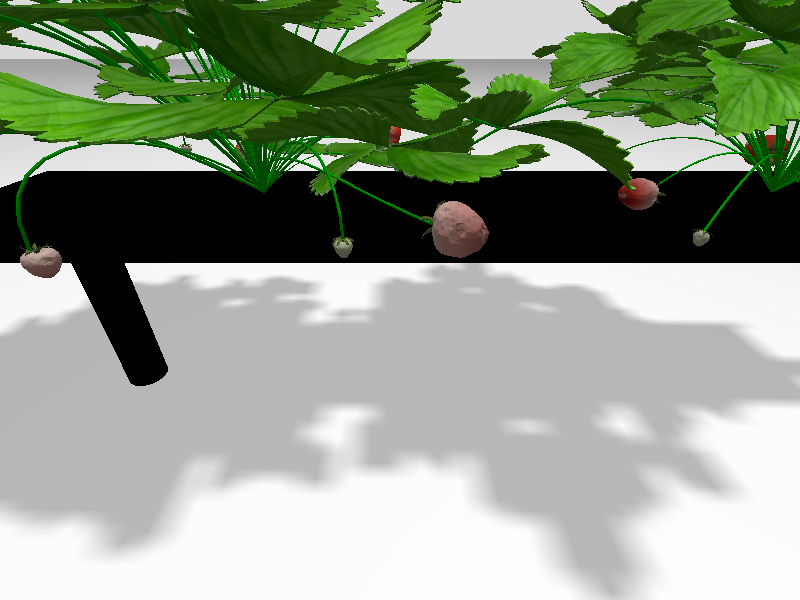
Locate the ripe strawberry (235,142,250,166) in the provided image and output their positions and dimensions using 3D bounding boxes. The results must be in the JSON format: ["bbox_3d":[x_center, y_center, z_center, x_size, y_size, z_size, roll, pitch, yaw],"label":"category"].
[{"bbox_3d":[-0.166,-0.158,0.430,0.024,0.025,0.026,-14,35,-21],"label":"ripe strawberry"}]

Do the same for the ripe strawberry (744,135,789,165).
[{"bbox_3d":[0.383,-0.157,0.419,0.036,0.031,0.036,18,36,26],"label":"ripe strawberry"}]

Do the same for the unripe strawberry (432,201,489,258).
[{"bbox_3d":[0.035,-0.040,0.235,0.033,0.034,0.030,25,40,32],"label":"unripe strawberry"}]

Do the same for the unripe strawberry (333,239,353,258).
[{"bbox_3d":[-0.032,-0.029,0.226,0.011,0.011,0.011,-18,37,-26],"label":"unripe strawberry"}]

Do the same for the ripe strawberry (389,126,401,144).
[{"bbox_3d":[-0.015,-0.201,0.482,0.041,0.043,0.044,19,37,27],"label":"ripe strawberry"}]

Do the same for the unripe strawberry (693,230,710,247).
[{"bbox_3d":[0.193,-0.039,0.257,0.010,0.010,0.009,6,20,-46],"label":"unripe strawberry"}]

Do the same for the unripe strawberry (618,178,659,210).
[{"bbox_3d":[0.181,-0.081,0.308,0.025,0.024,0.027,-12,34,-14],"label":"unripe strawberry"}]

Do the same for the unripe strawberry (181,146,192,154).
[{"bbox_3d":[-0.233,-0.164,0.438,0.010,0.010,0.011,27,41,35],"label":"unripe strawberry"}]

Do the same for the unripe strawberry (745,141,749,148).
[{"bbox_3d":[0.423,-0.184,0.480,0.016,0.016,0.017,18,-20,26],"label":"unripe strawberry"}]

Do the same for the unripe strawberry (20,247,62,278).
[{"bbox_3d":[-0.197,-0.020,0.221,0.015,0.016,0.017,15,36,22],"label":"unripe strawberry"}]
